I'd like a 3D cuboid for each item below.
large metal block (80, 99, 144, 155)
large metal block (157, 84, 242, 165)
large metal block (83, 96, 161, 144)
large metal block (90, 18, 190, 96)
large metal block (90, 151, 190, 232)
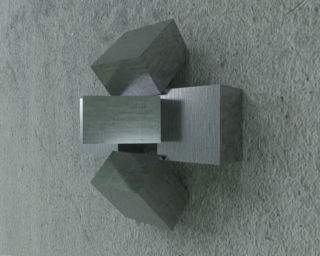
[{"bbox_3d":[-0.069,-0.003,0.445,0.080,0.050,0.079,0,90,39],"label":"large metal block"},{"bbox_3d":[0.044,-0.004,0.349,0.080,0.050,0.079,0,90,39],"label":"large metal block"},{"bbox_3d":[-0.043,-0.009,0.362,0.080,0.081,0.050,179,90,-84],"label":"large metal block"},{"bbox_3d":[-0.023,-0.083,0.380,0.080,0.080,0.050,0,134,40],"label":"large metal block"},{"bbox_3d":[-0.023,0.075,0.380,0.080,0.080,0.050,2,48,40],"label":"large metal block"}]
